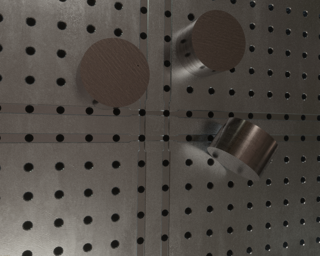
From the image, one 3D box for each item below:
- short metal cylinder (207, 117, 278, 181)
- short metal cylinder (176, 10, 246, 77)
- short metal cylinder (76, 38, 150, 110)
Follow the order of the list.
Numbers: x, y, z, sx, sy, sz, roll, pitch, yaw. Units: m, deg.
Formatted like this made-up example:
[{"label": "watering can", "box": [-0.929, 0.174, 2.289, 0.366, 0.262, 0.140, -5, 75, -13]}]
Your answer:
[{"label": "short metal cylinder", "box": [0.113, 0.029, 0.427, 0.080, 0.080, 0.050, 39, 78, -16]}, {"label": "short metal cylinder", "box": [0.069, -0.114, 0.426, 0.081, 0.050, 0.079, 0, 90, -20]}, {"label": "short metal cylinder", "box": [-0.059, -0.064, 0.378, 0.081, 0.050, 0.079, 0, 90, -20]}]
